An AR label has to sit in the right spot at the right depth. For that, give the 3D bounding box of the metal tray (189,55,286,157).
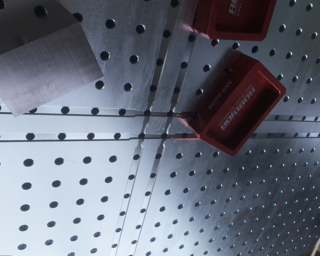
[{"bbox_3d":[0.114,-0.028,0.452,0.090,0.030,0.130,29,102,-38],"label":"metal tray"}]

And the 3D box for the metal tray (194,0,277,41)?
[{"bbox_3d":[0.096,-0.169,0.355,0.091,0.030,0.129,-6,121,-26],"label":"metal tray"}]

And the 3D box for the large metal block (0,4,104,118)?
[{"bbox_3d":[-0.107,-0.064,0.277,0.080,0.080,0.050,-28,128,-11],"label":"large metal block"}]
